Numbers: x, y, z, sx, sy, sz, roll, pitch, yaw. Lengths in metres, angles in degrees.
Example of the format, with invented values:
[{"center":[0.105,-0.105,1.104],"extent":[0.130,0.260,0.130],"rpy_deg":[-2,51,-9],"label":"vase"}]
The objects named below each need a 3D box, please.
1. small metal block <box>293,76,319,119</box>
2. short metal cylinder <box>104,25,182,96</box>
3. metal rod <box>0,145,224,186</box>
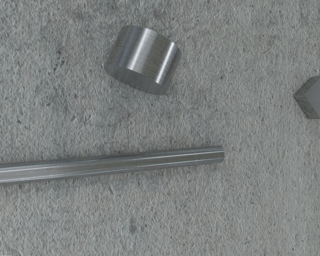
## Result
[{"center":[0.254,-0.050,0.505],"extent":[0.050,0.025,0.050],"rpy_deg":[-42,104,-15],"label":"small metal block"},{"center":[-0.020,-0.079,0.373],"extent":[0.080,0.080,0.050],"rpy_deg":[24,82,-19],"label":"short metal cylinder"},{"center":[-0.056,0.045,0.389],"extent":[0.303,0.025,0.025],"rpy_deg":[-3,91,-20],"label":"metal rod"}]
